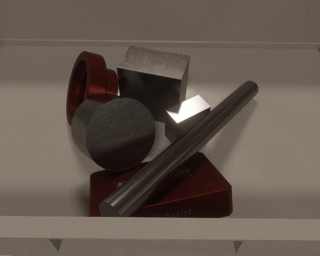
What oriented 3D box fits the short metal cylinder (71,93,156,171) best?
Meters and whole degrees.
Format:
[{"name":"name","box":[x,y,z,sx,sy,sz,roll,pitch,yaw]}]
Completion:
[{"name":"short metal cylinder","box":[-0.052,0.003,0.348,0.081,0.080,0.050,-31,25,-23]}]

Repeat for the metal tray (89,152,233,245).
[{"name":"metal tray","box":[-0.004,0.066,0.318,0.131,0.030,0.090,-10,19,-9]}]

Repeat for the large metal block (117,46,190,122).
[{"name":"large metal block","box":[-0.008,-0.056,0.415,0.080,0.080,0.050,12,49,9]}]

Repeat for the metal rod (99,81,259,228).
[{"name":"metal rod","box":[0.047,0.005,0.350,0.025,0.025,0.302,30,40,22]}]

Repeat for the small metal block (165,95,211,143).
[{"name":"small metal block","box":[0.035,-0.008,0.396,0.050,0.050,0.025,-26,55,-21]}]

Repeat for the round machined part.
[{"name":"round machined part","box":[-0.087,-0.047,0.404,0.042,0.097,0.098,8,44,-30]}]
